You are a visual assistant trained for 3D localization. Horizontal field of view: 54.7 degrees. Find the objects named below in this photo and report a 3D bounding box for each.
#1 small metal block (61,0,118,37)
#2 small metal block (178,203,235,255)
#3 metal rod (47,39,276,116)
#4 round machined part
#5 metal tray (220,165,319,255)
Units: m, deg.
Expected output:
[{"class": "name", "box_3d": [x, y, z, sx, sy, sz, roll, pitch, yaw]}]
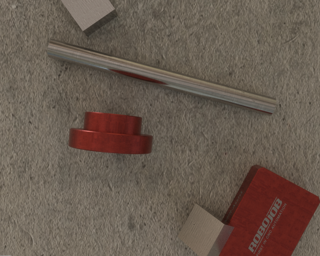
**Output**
[{"class": "small metal block", "box_3d": [-0.093, -0.159, 0.409, 0.050, 0.025, 0.050, -35, 90, 0]}, {"class": "small metal block", "box_3d": [0.058, 0.133, 0.397, 0.025, 0.050, 0.050, 29, 90, -43]}, {"class": "metal rod", "box_3d": [0.003, -0.066, 0.409, 0.302, 0.025, 0.025, 15, 90, -1]}, {"class": "round machined part", "box_3d": [-0.057, 0.004, 0.373, 0.099, 0.098, 0.042, 6, 90, -1]}, {"class": "metal tray", "box_3d": [0.137, 0.126, 0.409, 0.090, 0.030, 0.130, 29, 90, -1]}]
